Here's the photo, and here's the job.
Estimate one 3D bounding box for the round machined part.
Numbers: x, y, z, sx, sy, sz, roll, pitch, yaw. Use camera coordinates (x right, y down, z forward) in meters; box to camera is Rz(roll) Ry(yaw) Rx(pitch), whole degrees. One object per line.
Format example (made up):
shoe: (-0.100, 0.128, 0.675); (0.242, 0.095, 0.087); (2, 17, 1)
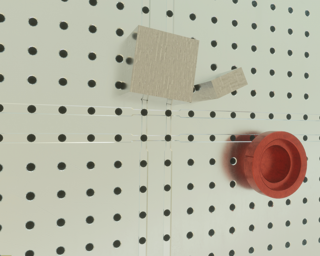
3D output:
round machined part: (0.167, 0.053, 0.465); (0.099, 0.042, 0.097); (0, 90, -20)

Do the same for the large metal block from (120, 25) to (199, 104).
large metal block: (-0.001, -0.077, 0.399); (0.081, 0.050, 0.080); (8, 87, -20)

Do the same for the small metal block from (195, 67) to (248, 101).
small metal block: (0.083, -0.060, 0.430); (0.050, 0.050, 0.025); (-26, 99, -18)
